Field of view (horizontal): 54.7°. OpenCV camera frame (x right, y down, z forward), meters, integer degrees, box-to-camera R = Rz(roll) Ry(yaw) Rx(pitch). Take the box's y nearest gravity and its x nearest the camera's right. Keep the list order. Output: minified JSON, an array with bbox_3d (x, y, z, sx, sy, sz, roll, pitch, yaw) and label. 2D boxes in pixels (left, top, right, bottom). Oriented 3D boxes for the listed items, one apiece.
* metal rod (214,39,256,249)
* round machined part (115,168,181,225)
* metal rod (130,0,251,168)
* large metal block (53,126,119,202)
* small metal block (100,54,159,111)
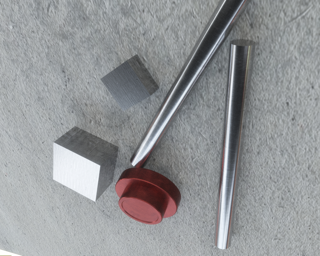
[{"bbox_3d":[0.088,0.042,0.385,0.025,0.025,0.298,11,123,22],"label":"metal rod"},{"bbox_3d":[-0.022,0.106,0.457,0.098,0.042,0.097,14,138,14],"label":"round machined part"},{"bbox_3d":[0.029,-0.051,0.359,0.025,0.025,0.298,35,129,5],"label":"metal rod"},{"bbox_3d":[-0.117,0.056,0.485,0.080,0.050,0.079,24,127,13],"label":"large metal block"},{"bbox_3d":[-0.038,-0.056,0.391,0.050,0.025,0.050,-25,105,36],"label":"small metal block"}]
